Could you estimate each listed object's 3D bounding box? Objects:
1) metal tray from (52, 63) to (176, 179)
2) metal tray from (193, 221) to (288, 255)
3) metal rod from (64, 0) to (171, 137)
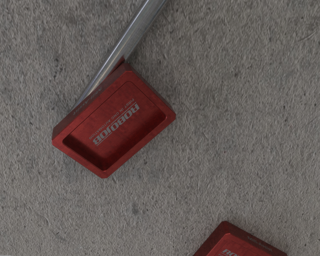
[{"bbox_3d":[-0.057,-0.005,0.388,0.130,0.030,0.090,-41,121,10],"label":"metal tray"},{"bbox_3d":[0.129,0.213,0.486,0.130,0.030,0.090,31,107,-11],"label":"metal tray"},{"bbox_3d":[-0.040,-0.100,0.372,0.025,0.025,0.299,35,106,-12],"label":"metal rod"}]
